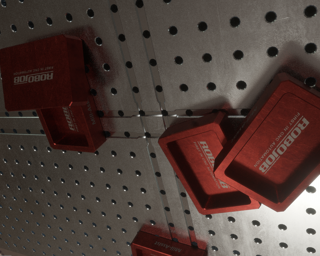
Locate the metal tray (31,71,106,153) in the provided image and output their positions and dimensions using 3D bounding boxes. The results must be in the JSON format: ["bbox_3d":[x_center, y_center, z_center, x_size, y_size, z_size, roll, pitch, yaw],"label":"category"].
[{"bbox_3d":[-0.141,-0.028,0.462,0.090,0.030,0.129,2,120,26],"label":"metal tray"}]

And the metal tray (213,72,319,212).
[{"bbox_3d":[0.128,0.019,0.328,0.090,0.030,0.129,30,117,-1],"label":"metal tray"}]

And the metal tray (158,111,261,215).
[{"bbox_3d":[0.067,0.050,0.402,0.090,0.030,0.130,-19,109,35],"label":"metal tray"}]

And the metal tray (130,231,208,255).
[{"bbox_3d":[0.017,0.240,0.545,0.130,0.030,0.089,9,122,23],"label":"metal tray"}]

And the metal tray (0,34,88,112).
[{"bbox_3d":[-0.163,-0.071,0.426,0.130,0.030,0.089,-2,95,28],"label":"metal tray"}]
